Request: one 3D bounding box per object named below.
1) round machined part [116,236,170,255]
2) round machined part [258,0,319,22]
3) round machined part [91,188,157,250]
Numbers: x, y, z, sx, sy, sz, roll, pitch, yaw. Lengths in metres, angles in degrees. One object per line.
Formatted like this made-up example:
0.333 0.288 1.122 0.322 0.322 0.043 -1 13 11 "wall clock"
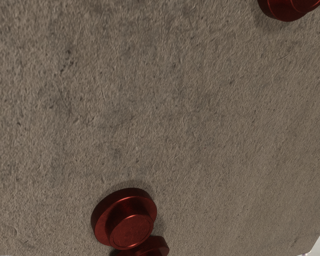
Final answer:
-0.027 0.222 0.504 0.099 0.042 0.097 -21 143 -16 "round machined part"
0.172 -0.180 0.380 0.099 0.042 0.097 -14 125 -21 "round machined part"
-0.048 0.140 0.458 0.099 0.042 0.097 -14 124 -21 "round machined part"
